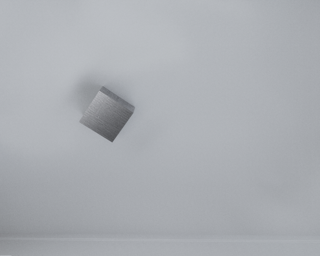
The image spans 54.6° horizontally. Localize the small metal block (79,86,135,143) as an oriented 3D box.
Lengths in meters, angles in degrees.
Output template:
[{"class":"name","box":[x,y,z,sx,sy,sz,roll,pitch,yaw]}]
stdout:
[{"class":"small metal block","box":[-0.068,-0.018,0.404,0.050,0.025,0.050,33,107,-12]}]
